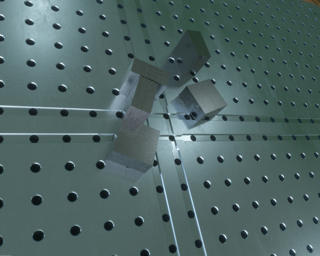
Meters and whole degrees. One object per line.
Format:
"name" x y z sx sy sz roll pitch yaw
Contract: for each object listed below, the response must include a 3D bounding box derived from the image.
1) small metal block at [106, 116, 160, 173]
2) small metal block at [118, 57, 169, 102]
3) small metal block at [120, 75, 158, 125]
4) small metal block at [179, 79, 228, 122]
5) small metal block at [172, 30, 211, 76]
"small metal block" -0.032 0.021 0.378 0.050 0.025 0.050 22 54 -15
"small metal block" -0.022 -0.060 0.417 0.050 0.050 0.025 21 54 -16
"small metal block" -0.028 -0.029 0.394 0.025 0.050 0.050 23 53 -14
"small metal block" 0.065 -0.042 0.468 0.050 0.025 0.050 -22 74 -36
"small metal block" 0.049 -0.117 0.489 0.025 0.050 0.050 -4 64 -30
